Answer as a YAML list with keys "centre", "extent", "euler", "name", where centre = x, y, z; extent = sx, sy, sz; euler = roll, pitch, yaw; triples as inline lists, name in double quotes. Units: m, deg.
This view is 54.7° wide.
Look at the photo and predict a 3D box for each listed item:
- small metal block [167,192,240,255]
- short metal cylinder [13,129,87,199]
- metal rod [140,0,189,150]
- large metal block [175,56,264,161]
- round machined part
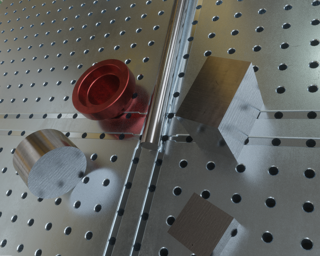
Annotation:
- centre: [0.045, 0.103, 0.320]
  extent: [0.050, 0.025, 0.050]
  euler: [28, 77, 37]
  name: "small metal block"
- centre: [-0.148, 0.048, 0.419]
  extent: [0.050, 0.080, 0.080]
  euler: [34, 81, 38]
  name: "short metal cylinder"
- centre: [0.014, -0.108, 0.465]
  extent: [0.025, 0.025, 0.299]
  euler: [-2, 60, 27]
  name: "metal rod"
- centre: [0.071, -0.021, 0.348]
  extent: [0.050, 0.080, 0.080]
  euler: [18, 71, 35]
  name: "large metal block"
- centre: [-0.080, -0.053, 0.470]
  extent: [0.098, 0.042, 0.098]
  euler: [-13, 56, 20]
  name: "round machined part"
